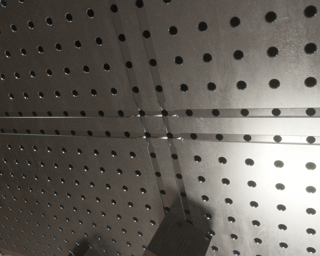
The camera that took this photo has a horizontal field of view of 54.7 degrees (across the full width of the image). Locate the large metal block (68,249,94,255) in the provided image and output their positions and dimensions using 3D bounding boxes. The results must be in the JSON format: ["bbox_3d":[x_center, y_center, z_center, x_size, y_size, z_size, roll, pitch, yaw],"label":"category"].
[{"bbox_3d":[-0.169,0.320,0.679,0.080,0.050,0.080,-29,103,37],"label":"large metal block"}]

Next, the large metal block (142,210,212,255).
[{"bbox_3d":[0.024,0.190,0.479,0.080,0.080,0.050,29,128,9],"label":"large metal block"}]
